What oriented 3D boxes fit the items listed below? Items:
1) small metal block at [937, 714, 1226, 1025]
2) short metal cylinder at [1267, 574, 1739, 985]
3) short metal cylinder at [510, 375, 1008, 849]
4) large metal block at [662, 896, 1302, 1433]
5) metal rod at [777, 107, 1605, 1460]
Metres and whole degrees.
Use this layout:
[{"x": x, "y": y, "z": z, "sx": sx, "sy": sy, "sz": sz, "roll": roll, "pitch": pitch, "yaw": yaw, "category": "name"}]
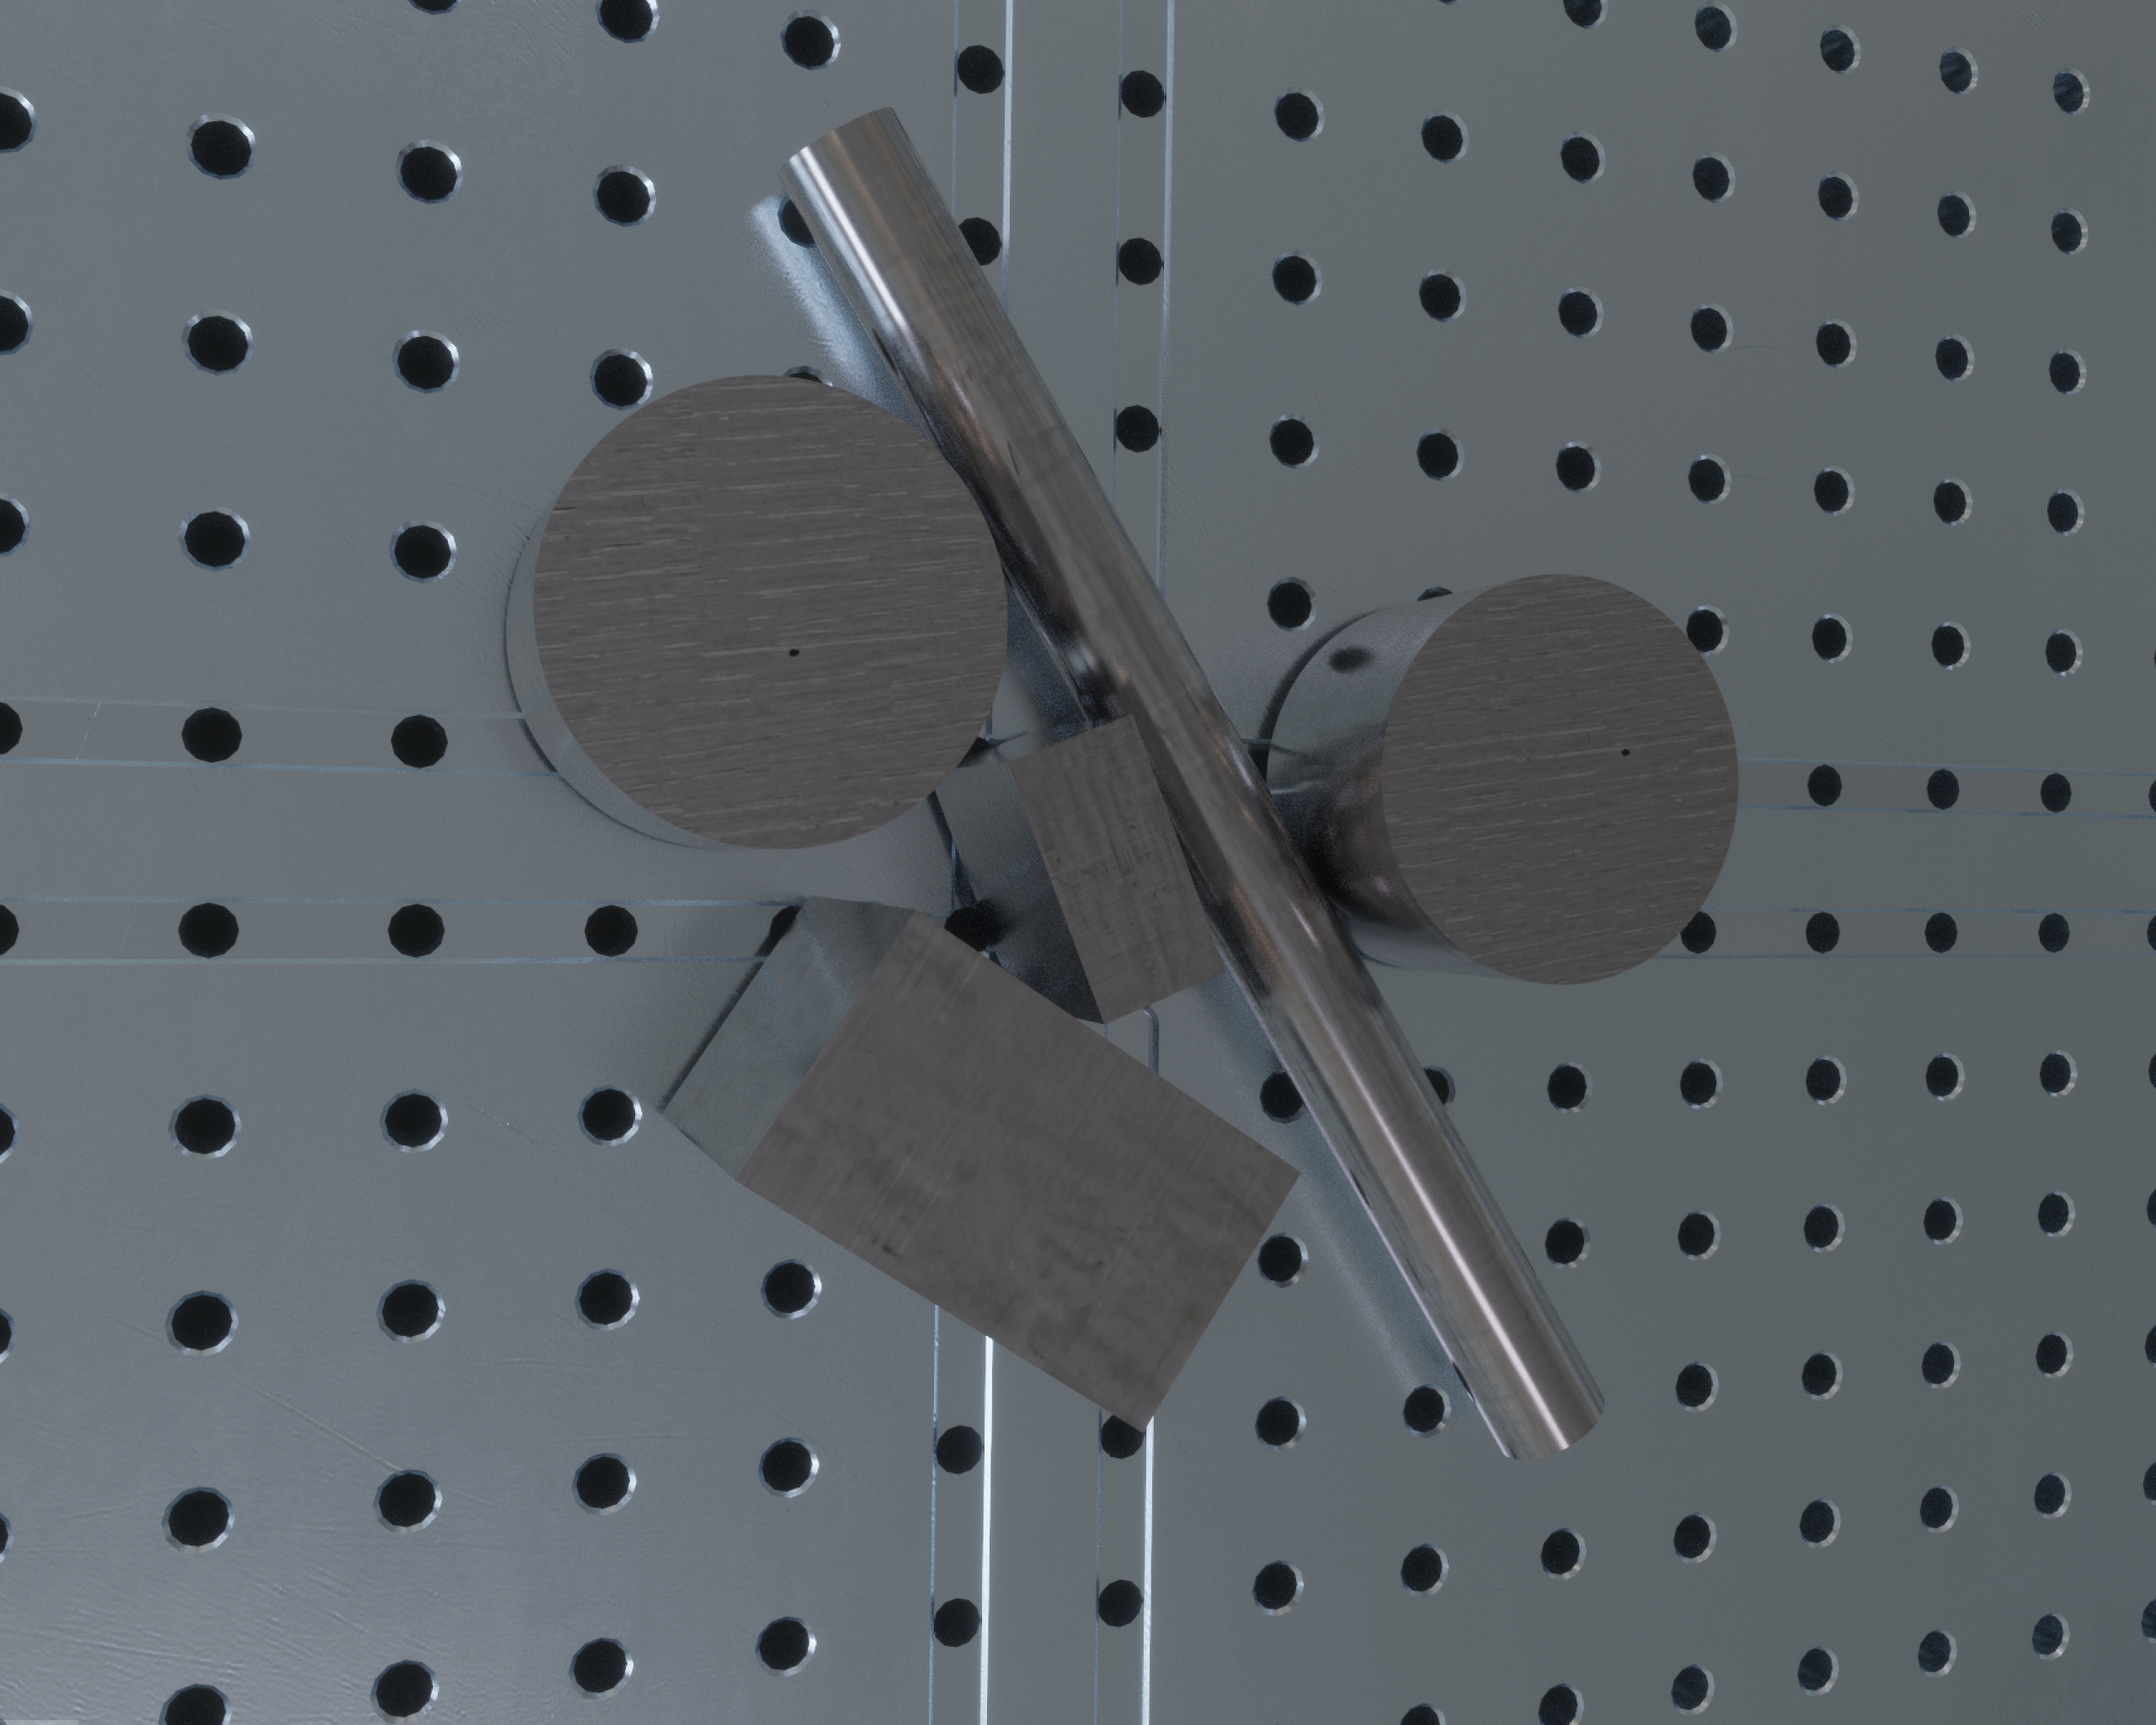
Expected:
[{"x": -0.001, "y": 0.001, "z": 0.395, "sx": 0.025, "sy": 0.050, "sz": 0.050, "roll": -23, "pitch": 98, "yaw": -19, "category": "small metal block"}, {"x": 0.086, "y": -0.016, "z": 0.427, "sx": 0.081, "sy": 0.050, "sz": 0.079, "roll": 0, "pitch": 90, "yaw": -20, "category": "short metal cylinder"}, {"x": -0.059, "y": -0.042, "z": 0.374, "sx": 0.081, "sy": 0.050, "sz": 0.079, "roll": 0, "pitch": 90, "yaw": -20, "category": "short metal cylinder"}, {"x": -0.021, "y": 0.050, "z": 0.371, "sx": 0.080, "sy": 0.080, "sz": 0.050, "roll": 36, "pitch": 79, "yaw": -16, "category": "large metal block"}, {"x": 0.028, "y": -0.008, "z": 0.419, "sx": 0.025, "sy": 0.025, "sz": 0.299, "roll": -33, "pitch": 101, "yaw": -17, "category": "metal rod"}]
